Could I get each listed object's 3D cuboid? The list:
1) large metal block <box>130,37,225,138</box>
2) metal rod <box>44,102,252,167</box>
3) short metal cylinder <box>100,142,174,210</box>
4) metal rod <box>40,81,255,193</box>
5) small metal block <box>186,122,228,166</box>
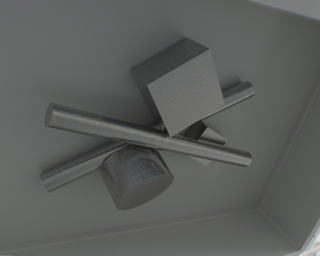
[{"bbox_3d":[0.023,-0.049,0.374,0.080,0.050,0.080,-31,129,-8],"label":"large metal block"},{"bbox_3d":[0.011,0.017,0.392,0.302,0.025,0.025,14,111,-34],"label":"metal rod"},{"bbox_3d":[-0.029,0.061,0.396,0.081,0.050,0.080,-25,152,-14],"label":"short metal cylinder"},{"bbox_3d":[-0.005,0.005,0.408,0.302,0.025,0.025,-25,128,-14],"label":"metal rod"},{"bbox_3d":[0.063,0.022,0.454,0.050,0.025,0.050,30,102,-38],"label":"small metal block"}]
